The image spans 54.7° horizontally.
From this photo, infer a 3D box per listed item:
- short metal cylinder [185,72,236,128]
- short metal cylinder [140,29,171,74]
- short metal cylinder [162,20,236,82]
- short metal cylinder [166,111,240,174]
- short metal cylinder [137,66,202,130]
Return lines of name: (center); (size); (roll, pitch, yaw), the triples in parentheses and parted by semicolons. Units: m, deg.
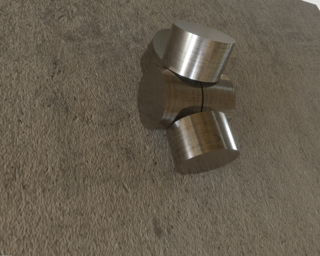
short metal cylinder: (0.057, -0.037, 0.425); (0.050, 0.080, 0.080); (0, 62, -28)
short metal cylinder: (0.016, -0.100, 0.462); (0.081, 0.050, 0.080); (14, 56, -21)
short metal cylinder: (0.048, -0.098, 0.392); (0.081, 0.050, 0.080); (14, 29, -7)
short metal cylinder: (0.053, 0.020, 0.388); (0.081, 0.080, 0.050); (0, 62, -29)
short metal cylinder: (0.010, -0.037, 0.400); (0.050, 0.080, 0.080); (1, 62, -28)
